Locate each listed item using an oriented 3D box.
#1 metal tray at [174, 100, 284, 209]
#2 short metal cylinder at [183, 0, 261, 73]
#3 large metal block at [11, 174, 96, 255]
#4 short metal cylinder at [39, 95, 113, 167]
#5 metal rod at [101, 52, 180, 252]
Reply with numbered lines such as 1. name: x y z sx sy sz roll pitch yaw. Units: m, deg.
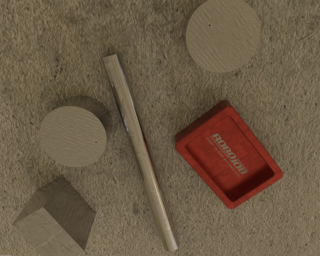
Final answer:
1. metal tray: 0.093 0.039 0.422 0.090 0.030 0.130 -38 106 12
2. short metal cylinder: 0.068 -0.108 0.357 0.081 0.050 0.079 0 110 0
3. large metal block: -0.140 0.125 0.425 0.050 0.080 0.080 -31 107 11
4. short metal cylinder: -0.105 0.003 0.397 0.081 0.050 0.079 0 110 0
5. metal rod: -0.021 0.046 0.426 0.025 0.025 0.298 -14 110 5
